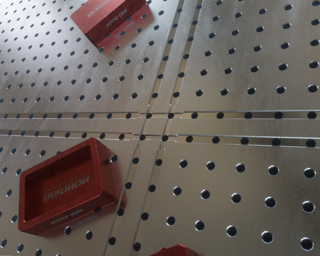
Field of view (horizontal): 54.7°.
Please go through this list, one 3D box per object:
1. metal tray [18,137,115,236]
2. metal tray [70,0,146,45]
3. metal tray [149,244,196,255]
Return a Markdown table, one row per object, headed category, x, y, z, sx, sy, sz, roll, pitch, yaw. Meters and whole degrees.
| category | x | y | z | sx | sy | sz | roll | pitch | yaw |
| --- | --- | --- | --- | --- | --- | --- | --- | --- | --- |
| metal tray | -0.130 | 0.079 | 0.422 | 0.130 | 0.030 | 0.090 | -26 | 53 | 11 |
| metal tray | -0.102 | -0.229 | 0.597 | 0.130 | 0.030 | 0.090 | -40 | 51 | 0 |
| metal tray | -0.017 | 0.181 | 0.301 | 0.130 | 0.030 | 0.090 | -26 | 53 | 11 |
